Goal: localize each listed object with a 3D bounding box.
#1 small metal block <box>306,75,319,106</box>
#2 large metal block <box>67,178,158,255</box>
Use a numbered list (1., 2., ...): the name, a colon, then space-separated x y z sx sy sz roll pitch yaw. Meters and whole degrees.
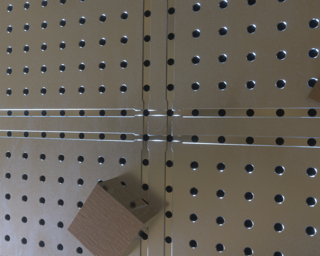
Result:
1. small metal block: 0.199 -0.044 0.342 0.050 0.025 0.050 30 100 17
2. large metal block: -0.064 0.127 0.422 0.080 0.050 0.080 37 102 16
